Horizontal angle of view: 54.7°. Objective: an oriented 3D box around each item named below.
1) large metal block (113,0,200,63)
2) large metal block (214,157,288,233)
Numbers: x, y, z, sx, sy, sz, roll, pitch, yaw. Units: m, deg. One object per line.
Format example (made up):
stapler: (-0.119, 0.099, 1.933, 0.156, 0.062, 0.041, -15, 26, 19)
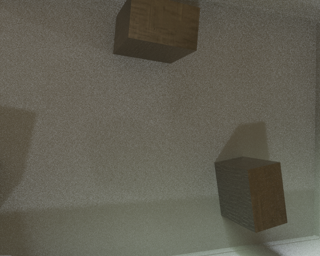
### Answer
large metal block: (-0.007, -0.117, 0.378, 0.081, 0.080, 0.050, 5, 89, -20)
large metal block: (0.122, 0.086, 0.426, 0.050, 0.080, 0.080, -9, 93, -20)
